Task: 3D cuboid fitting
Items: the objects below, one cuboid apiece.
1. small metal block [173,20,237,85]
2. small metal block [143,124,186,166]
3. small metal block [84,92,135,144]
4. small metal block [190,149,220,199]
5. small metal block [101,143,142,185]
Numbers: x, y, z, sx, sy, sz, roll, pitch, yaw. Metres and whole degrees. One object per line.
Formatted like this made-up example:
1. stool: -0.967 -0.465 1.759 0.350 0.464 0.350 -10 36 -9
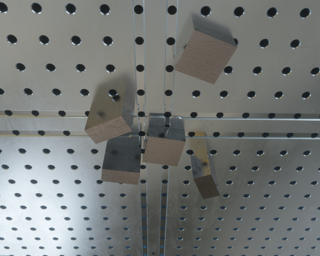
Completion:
1. small metal block: 0.048 -0.082 0.342 0.050 0.025 0.050 17 128 -15
2. small metal block: 0.005 0.025 0.433 0.050 0.025 0.050 8 130 -8
3. small metal block: -0.061 -0.013 0.383 0.050 0.050 0.025 -20 128 15
4. small metal block: 0.066 0.067 0.454 0.025 0.050 0.050 -17 128 13
5. small metal block: -0.054 0.050 0.437 0.050 0.050 0.025 7 130 -7
